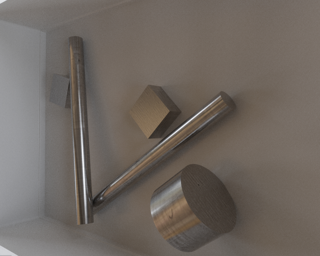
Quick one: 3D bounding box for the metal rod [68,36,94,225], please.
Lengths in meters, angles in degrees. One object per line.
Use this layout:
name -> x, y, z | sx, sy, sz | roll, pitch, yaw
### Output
metal rod -> -0.126, -0.004, 0.489 | 0.025, 0.025, 0.299 | -16, 74, 38

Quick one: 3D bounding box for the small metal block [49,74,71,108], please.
small metal block -> -0.165, -0.064, 0.540 | 0.050, 0.025, 0.050 | 21, 103, 37

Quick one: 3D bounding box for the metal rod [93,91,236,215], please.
metal rod -> -0.021, 0.051, 0.422 | 0.299, 0.025, 0.025 | -40, 66, 32

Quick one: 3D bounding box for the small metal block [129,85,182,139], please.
small metal block -> -0.007, -0.021, 0.411 | 0.050, 0.025, 0.050 | -52, 60, 27

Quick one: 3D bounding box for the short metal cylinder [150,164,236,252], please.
short metal cylinder -> 0.037, 0.087, 0.339 | 0.050, 0.081, 0.080 | -43, 64, 31
